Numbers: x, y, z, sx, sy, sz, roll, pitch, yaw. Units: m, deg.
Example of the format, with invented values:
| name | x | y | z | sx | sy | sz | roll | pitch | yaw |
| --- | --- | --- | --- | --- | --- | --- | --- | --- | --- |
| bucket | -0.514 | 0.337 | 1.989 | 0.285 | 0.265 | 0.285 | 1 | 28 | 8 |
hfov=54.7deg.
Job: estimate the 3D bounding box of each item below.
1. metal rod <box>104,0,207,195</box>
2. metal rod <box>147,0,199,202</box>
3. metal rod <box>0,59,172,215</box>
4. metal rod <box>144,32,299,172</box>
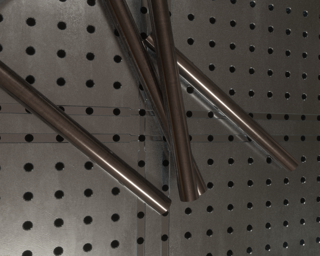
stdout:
| name | x | y | z | sx | sy | sz | roll | pitch | yaw |
| --- | --- | --- | --- | --- | --- | --- | --- | --- | --- |
| metal rod | -0.005 | -0.045 | 0.411 | 0.025 | 0.025 | 0.299 | -27 | 99 | -18 |
| metal rod | 0.014 | -0.056 | 0.390 | 0.025 | 0.025 | 0.298 | -11 | 94 | -20 |
| metal rod | -0.101 | 0.009 | 0.375 | 0.300 | 0.025 | 0.025 | 42 | 77 | -16 |
| metal rod | 0.097 | -0.031 | 0.449 | 0.301 | 0.025 | 0.025 | 39 | 78 | -16 |
